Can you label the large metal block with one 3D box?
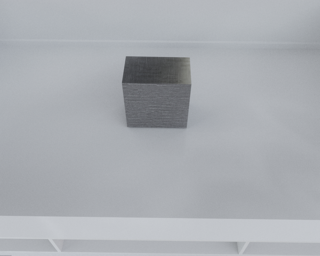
[{"bbox_3d":[-0.003,-0.045,0.405,0.080,0.080,0.050,1,50,0],"label":"large metal block"}]
